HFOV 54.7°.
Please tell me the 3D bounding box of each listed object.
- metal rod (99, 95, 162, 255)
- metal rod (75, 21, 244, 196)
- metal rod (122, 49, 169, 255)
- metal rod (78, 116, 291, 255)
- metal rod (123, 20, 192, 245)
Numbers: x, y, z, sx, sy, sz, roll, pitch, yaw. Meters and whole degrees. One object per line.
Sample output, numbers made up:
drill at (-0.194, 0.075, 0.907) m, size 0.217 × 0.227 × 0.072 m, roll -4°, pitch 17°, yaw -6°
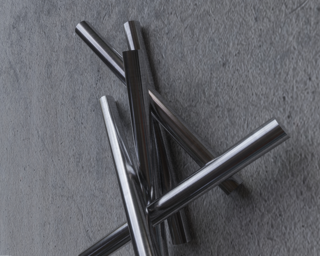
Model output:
metal rod at (-0.039, 0.060, 0.372) m, size 0.025 × 0.025 × 0.300 m, roll -52°, pitch 40°, yaw 27°
metal rod at (-0.013, -0.038, 0.388) m, size 0.300 × 0.025 × 0.025 m, roll 47°, pitch 119°, yaw 20°
metal rod at (-0.014, 0.058, 0.379) m, size 0.025 × 0.025 × 0.298 m, roll 1°, pitch 102°, yaw 40°
metal rod at (0.008, 0.086, 0.348) m, size 0.299 × 0.025 × 0.025 m, roll -40°, pitch 66°, yaw 23°
metal rod at (-0.006, -0.002, 0.410) m, size 0.025 × 0.025 × 0.299 m, roll -22°, pitch 76°, yaw 38°
